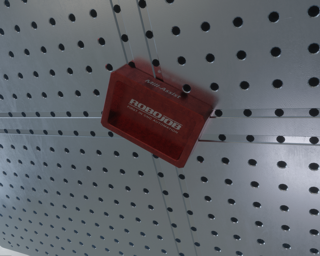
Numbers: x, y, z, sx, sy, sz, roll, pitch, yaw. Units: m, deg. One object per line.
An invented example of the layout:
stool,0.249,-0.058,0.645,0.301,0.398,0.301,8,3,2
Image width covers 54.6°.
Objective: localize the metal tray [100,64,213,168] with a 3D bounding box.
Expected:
metal tray,-0.009,-0.015,0.403,0.130,0.030,0.089,28,128,10
